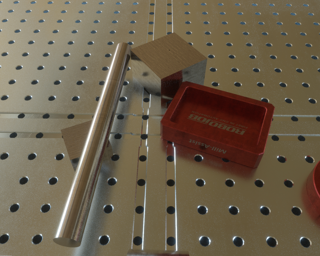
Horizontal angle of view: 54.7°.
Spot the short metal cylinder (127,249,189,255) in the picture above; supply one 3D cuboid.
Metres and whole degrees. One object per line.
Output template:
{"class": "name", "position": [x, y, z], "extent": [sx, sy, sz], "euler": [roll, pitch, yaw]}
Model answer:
{"class": "short metal cylinder", "position": [-0.003, 0.142, 0.252], "extent": [0.050, 0.080, 0.080], "euler": [2, 50, 1]}

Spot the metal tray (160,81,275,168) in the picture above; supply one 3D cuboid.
{"class": "metal tray", "position": [0.076, -0.009, 0.411], "extent": [0.130, 0.030, 0.090], "euler": [18, 52, 14]}

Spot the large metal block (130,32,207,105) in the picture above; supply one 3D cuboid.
{"class": "large metal block", "position": [0.012, -0.092, 0.468], "extent": [0.081, 0.050, 0.080], "euler": [-28, 55, -21]}

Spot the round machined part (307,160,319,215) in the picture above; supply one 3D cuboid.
{"class": "round machined part", "position": [0.221, 0.066, 0.342], "extent": [0.099, 0.042, 0.098], "euler": [0, 50, 0]}

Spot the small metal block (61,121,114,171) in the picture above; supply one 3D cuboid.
{"class": "small metal block", "position": [-0.092, 0.020, 0.390], "extent": [0.050, 0.025, 0.050], "euler": [-19, 53, -15]}

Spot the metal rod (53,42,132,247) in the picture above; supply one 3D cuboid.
{"class": "metal rod", "position": [-0.070, -0.008, 0.381], "extent": [0.025, 0.025, 0.300], "euler": [4, 50, 4]}
